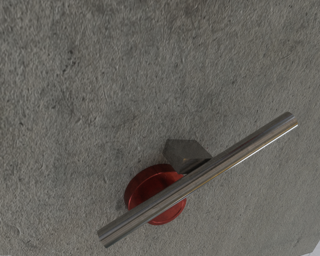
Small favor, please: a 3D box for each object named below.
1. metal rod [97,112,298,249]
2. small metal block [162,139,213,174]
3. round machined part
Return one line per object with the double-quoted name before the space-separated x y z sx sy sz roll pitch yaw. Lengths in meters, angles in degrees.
"metal rod" 0.055 0.064 0.411 0.301 0.025 0.025 -31 129 -8
"small metal block" 0.039 0.040 0.436 0.050 0.050 0.025 3 117 -30
"round machined part" 0.000 0.105 0.461 0.099 0.042 0.097 -14 124 -21
